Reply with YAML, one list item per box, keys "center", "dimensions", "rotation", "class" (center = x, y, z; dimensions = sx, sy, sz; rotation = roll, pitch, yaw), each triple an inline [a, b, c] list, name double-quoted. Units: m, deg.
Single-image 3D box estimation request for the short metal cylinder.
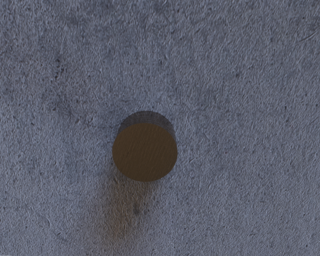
- center: [-0.018, 0.023, 0.405]
  dimensions: [0.080, 0.050, 0.079]
  rotation: [0, 110, 0]
  class: "short metal cylinder"
